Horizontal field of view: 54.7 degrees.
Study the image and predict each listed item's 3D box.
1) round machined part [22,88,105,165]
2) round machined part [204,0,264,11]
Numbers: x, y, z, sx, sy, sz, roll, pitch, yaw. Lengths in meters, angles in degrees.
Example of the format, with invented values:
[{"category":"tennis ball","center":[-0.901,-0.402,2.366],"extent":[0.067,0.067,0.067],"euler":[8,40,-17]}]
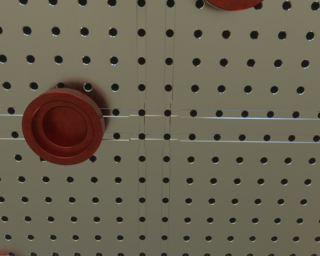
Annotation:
[{"category":"round machined part","center":[-0.121,-0.004,0.401],"extent":[0.099,0.042,0.097],"euler":[0,110,-1]},{"category":"round machined part","center":[0.081,-0.180,0.339],"extent":[0.099,0.042,0.097],"euler":[0,110,-1]}]
